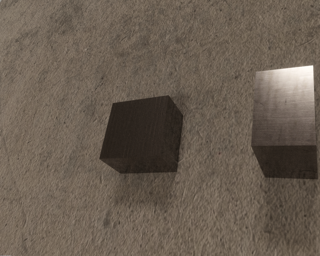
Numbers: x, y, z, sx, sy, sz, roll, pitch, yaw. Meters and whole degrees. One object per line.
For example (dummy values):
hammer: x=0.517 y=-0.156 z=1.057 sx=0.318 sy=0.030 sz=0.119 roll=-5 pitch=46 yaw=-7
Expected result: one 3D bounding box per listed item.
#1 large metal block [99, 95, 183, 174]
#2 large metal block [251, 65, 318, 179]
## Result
large metal block: x=-0.021 y=0.010 z=0.391 sx=0.080 sy=0.050 sz=0.080 roll=-5 pitch=59 yaw=25
large metal block: x=0.125 y=-0.002 z=0.304 sx=0.050 sy=0.080 sz=0.080 roll=-2 pitch=61 yaw=27
